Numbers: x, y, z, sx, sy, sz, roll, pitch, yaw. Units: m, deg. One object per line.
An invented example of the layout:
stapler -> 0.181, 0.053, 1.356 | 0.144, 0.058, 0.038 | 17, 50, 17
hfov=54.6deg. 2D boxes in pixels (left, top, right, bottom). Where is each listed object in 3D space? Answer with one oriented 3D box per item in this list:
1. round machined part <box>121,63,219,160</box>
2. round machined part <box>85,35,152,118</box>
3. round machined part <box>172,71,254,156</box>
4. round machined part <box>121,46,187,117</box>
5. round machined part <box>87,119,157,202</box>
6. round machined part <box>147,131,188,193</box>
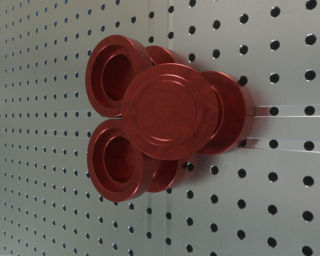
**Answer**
round machined part -> 0.009, -0.016, 0.309 | 0.098, 0.042, 0.097 | 0, 90, 8
round machined part -> -0.045, -0.061, 0.381 | 0.098, 0.042, 0.097 | 0, 90, 40
round machined part -> 0.053, -0.017, 0.356 | 0.098, 0.042, 0.097 | 0, 90, 40
round machined part -> -0.015, -0.061, 0.413 | 0.098, 0.042, 0.097 | 0, 90, 40
round machined part -> -0.042, 0.038, 0.379 | 0.098, 0.042, 0.097 | 0, 90, 40
round machined part -> -0.015, 0.037, 0.412 | 0.098, 0.042, 0.097 | 0, 90, 40
